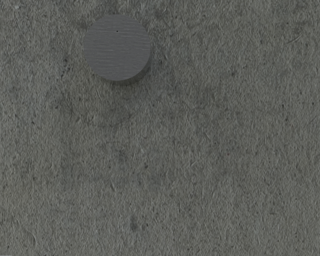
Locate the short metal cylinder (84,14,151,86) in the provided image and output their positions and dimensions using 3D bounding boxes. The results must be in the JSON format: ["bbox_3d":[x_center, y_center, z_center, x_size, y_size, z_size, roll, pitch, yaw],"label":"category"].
[{"bbox_3d":[-0.051,-0.097,0.397,0.080,0.050,0.080,0,90,0],"label":"short metal cylinder"}]
